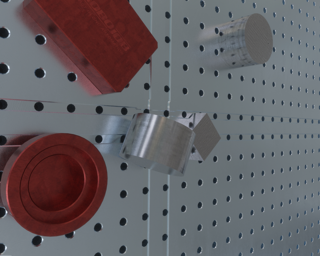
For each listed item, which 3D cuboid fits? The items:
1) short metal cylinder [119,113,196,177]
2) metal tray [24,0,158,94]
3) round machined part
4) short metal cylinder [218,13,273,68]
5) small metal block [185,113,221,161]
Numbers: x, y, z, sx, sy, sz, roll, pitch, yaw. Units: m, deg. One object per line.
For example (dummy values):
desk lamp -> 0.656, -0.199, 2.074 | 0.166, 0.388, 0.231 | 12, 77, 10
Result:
short metal cylinder -> -0.003, 0.021, 0.372 | 0.080, 0.080, 0.050 | 30, 72, -36
metal tray -> -0.070, -0.113, 0.348 | 0.130, 0.030, 0.090 | 50, 61, -29
round machined part -> -0.106, 0.053, 0.310 | 0.099, 0.042, 0.097 | 0, 90, -40
short metal cylinder -> 0.143, -0.142, 0.513 | 0.081, 0.050, 0.079 | 0, 90, -40
small metal block -> 0.058, 0.013, 0.458 | 0.050, 0.025, 0.050 | -48, 119, -29
